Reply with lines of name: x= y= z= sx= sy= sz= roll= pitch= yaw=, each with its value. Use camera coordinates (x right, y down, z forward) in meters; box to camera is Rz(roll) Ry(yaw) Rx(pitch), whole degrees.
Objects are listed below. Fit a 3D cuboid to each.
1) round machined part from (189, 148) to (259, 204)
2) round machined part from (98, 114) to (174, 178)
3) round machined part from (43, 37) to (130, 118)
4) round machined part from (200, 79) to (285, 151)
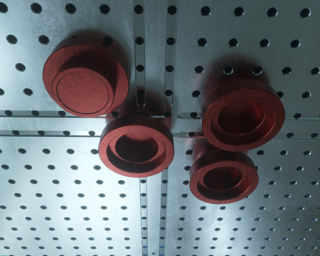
round machined part: x=0.091 y=0.067 z=0.459 sx=0.099 sy=0.042 sz=0.097 roll=-1 pitch=130 yaw=0
round machined part: x=-0.031 y=0.020 z=0.417 sx=0.099 sy=0.042 sz=0.097 roll=-1 pitch=130 yaw=0
round machined part: x=-0.085 y=-0.051 z=0.356 sx=0.099 sy=0.042 sz=0.097 roll=-1 pitch=130 yaw=0
round machined part: x=0.099 y=-0.020 z=0.385 sx=0.099 sy=0.042 sz=0.097 roll=-1 pitch=130 yaw=0
